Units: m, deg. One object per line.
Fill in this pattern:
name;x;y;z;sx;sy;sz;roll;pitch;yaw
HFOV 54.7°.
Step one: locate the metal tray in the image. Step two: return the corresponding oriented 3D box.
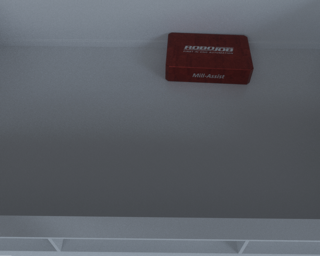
metal tray;0.076;-0.113;0.497;0.131;0.030;0.090;3;50;2
